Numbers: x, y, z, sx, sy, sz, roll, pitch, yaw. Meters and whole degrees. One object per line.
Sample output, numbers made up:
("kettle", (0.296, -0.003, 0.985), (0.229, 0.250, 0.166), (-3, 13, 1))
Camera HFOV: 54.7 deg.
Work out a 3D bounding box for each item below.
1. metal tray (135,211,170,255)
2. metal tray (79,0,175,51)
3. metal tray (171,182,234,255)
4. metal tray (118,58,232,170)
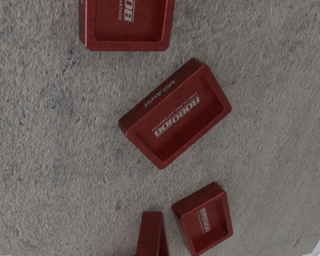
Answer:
("metal tray", (-0.008, 0.206, 0.485), (0.030, 0.090, 0.129), (-3, 125, 8))
("metal tray", (-0.029, -0.142, 0.299), (0.091, 0.030, 0.129), (-7, 121, -25))
("metal tray", (0.078, 0.165, 0.548), (0.091, 0.030, 0.129), (-27, 128, -12))
("metal tray", (0.023, -0.016, 0.405), (0.130, 0.030, 0.090), (-41, 130, -1))
